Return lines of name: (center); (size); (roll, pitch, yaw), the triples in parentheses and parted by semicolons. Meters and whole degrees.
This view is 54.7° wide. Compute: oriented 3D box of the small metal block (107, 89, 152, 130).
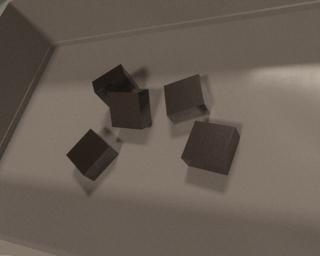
small metal block: (-0.041, -0.027, 0.424); (0.050, 0.050, 0.025); (5, 20, 30)

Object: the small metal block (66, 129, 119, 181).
small metal block: (-0.094, 0.037, 0.431); (0.050, 0.025, 0.050); (-48, 52, -6)

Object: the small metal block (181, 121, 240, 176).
small metal block: (0.059, 0.022, 0.360); (0.050, 0.025, 0.050); (10, 67, 32)

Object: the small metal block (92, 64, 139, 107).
small metal block: (-0.063, -0.058, 0.455); (0.050, 0.050, 0.025); (-30, 48, 8)

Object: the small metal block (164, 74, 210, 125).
small metal block: (0.035, -0.038, 0.409); (0.050, 0.025, 0.050); (-17, 55, 18)
